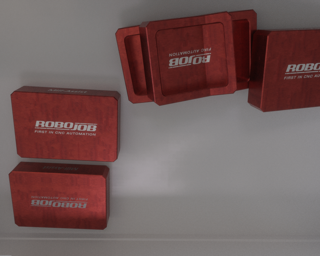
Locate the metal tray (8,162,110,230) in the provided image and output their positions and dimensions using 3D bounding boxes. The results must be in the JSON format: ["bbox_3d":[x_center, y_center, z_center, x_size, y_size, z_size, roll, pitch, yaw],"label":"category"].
[{"bbox_3d":[-0.140,0.097,0.443,0.131,0.030,0.089,3,110,-2],"label":"metal tray"}]

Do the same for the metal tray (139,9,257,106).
[{"bbox_3d":[0.047,-0.083,0.357,0.131,0.030,0.089,-12,111,-15],"label":"metal tray"}]

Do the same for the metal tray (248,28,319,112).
[{"bbox_3d":[0.173,-0.071,0.367,0.131,0.030,0.089,-6,111,-14],"label":"metal tray"}]

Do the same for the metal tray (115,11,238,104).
[{"bbox_3d":[0.021,-0.081,0.366,0.131,0.030,0.089,-5,111,13],"label":"metal tray"}]

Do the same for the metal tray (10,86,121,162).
[{"bbox_3d":[-0.119,-0.005,0.406,0.131,0.030,0.089,3,110,-2],"label":"metal tray"}]
